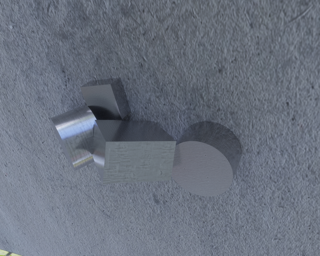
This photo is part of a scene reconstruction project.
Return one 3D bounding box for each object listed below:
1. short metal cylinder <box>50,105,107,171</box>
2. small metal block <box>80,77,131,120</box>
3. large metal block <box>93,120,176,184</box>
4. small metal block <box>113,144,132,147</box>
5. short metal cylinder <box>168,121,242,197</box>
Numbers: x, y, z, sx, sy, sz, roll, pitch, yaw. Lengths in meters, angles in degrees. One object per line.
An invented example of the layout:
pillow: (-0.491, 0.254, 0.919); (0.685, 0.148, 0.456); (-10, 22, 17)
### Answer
short metal cylinder: (-0.113, 0.013, 0.435); (0.080, 0.050, 0.080); (50, 155, 35)
small metal block: (-0.073, -0.039, 0.421); (0.050, 0.025, 0.050); (-1, 118, 28)
large metal block: (-0.035, 0.026, 0.382); (0.081, 0.080, 0.050); (1, 108, -21)
small metal block: (-0.052, 0.039, 0.458); (0.050, 0.025, 0.050); (3, 120, 26)
short metal cylinder: (0.056, 0.038, 0.385); (0.080, 0.050, 0.079); (13, 124, 20)
